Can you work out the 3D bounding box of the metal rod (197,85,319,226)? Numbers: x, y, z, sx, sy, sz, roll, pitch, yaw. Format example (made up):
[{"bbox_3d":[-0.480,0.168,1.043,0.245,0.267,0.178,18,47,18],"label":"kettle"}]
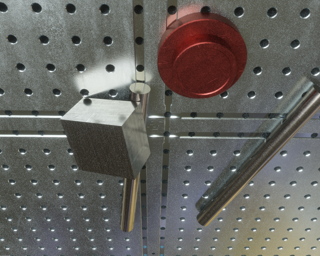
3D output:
[{"bbox_3d":[0.137,0.060,0.464,0.025,0.025,0.298,18,128,-16],"label":"metal rod"}]

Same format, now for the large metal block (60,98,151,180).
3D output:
[{"bbox_3d":[-0.064,0.012,0.384,0.080,0.050,0.079,6,127,21],"label":"large metal block"}]

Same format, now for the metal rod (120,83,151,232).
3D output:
[{"bbox_3d":[-0.042,0.065,0.466,0.025,0.025,0.298,5,130,-5],"label":"metal rod"}]

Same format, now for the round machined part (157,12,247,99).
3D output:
[{"bbox_3d":[0.046,-0.071,0.341,0.099,0.042,0.097,-1,130,0],"label":"round machined part"}]
